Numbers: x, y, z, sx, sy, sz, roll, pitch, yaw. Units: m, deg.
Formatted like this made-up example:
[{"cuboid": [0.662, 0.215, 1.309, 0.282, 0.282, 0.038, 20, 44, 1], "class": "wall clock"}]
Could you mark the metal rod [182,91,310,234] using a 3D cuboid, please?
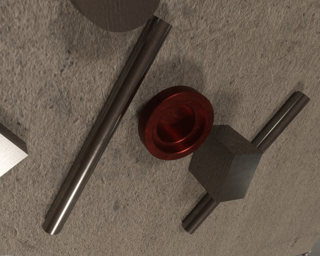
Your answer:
[{"cuboid": [0.141, 0.062, 0.525, 0.025, 0.025, 0.299, 33, 100, -39], "class": "metal rod"}]

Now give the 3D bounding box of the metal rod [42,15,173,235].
[{"cuboid": [-0.070, 0.008, 0.374, 0.025, 0.025, 0.298, 20, 108, -36], "class": "metal rod"}]

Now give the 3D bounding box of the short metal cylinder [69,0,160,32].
[{"cuboid": [-0.044, -0.134, 0.284, 0.081, 0.050, 0.079, -14, 125, -21], "class": "short metal cylinder"}]

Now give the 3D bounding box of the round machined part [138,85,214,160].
[{"cuboid": [0.017, -0.010, 0.401, 0.099, 0.042, 0.097, -14, 125, -21], "class": "round machined part"}]

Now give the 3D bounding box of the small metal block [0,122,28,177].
[{"cuboid": [-0.178, 0.023, 0.325, 0.050, 0.025, 0.050, -38, 130, -3], "class": "small metal block"}]

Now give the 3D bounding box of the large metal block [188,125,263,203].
[{"cuboid": [0.092, 0.049, 0.454, 0.050, 0.080, 0.079, -1, 119, -28], "class": "large metal block"}]
